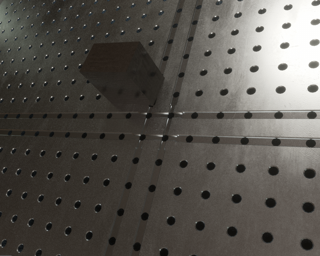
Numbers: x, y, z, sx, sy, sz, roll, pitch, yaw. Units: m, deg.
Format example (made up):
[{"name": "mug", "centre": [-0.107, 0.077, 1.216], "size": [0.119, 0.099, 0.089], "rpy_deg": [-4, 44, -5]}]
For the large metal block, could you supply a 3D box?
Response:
[{"name": "large metal block", "centre": [-0.052, -0.077, 0.446], "size": [0.080, 0.080, 0.050], "rpy_deg": [7, 65, 31]}]
